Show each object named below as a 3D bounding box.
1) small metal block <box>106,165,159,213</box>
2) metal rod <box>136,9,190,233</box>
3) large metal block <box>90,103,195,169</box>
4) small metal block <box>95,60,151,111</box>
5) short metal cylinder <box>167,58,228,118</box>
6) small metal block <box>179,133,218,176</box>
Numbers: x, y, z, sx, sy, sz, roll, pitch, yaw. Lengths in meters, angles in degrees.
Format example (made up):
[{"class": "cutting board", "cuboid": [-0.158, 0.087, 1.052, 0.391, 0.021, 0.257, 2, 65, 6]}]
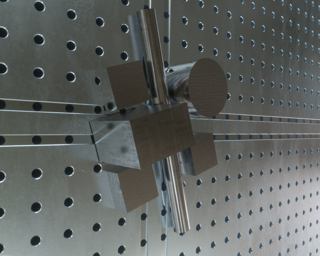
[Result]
[{"class": "small metal block", "cuboid": [-0.033, 0.069, 0.383, 0.050, 0.025, 0.050, -20, 103, -38]}, {"class": "metal rod", "cuboid": [0.006, -0.003, 0.416, 0.025, 0.025, 0.298, -16, 100, -39]}, {"class": "large metal block", "cuboid": [-0.020, 0.006, 0.356, 0.081, 0.080, 0.050, -20, 103, -39]}, {"class": "small metal block", "cuboid": [-0.044, -0.051, 0.374, 0.050, 0.025, 0.050, -22, 104, -38]}, {"class": "short metal cylinder", "cuboid": [0.050, -0.055, 0.436, 0.081, 0.050, 0.079, 0, 90, -40]}, {"class": "small metal block", "cuboid": [0.056, 0.037, 0.459, 0.050, 0.025, 0.050, -19, 102, -39]}]
